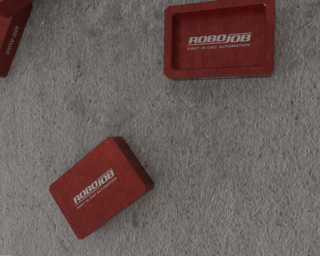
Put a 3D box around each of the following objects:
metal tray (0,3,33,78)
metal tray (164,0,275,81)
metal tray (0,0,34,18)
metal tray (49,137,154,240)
[{"bbox_3d":[-0.271,-0.158,0.502,0.090,0.030,0.129,28,99,17],"label":"metal tray"},{"bbox_3d":[0.071,-0.107,0.380,0.130,0.030,0.089,1,90,19],"label":"metal tray"},{"bbox_3d":[-0.201,-0.234,0.455,0.130,0.030,0.090,-33,72,2],"label":"metal tray"},{"bbox_3d":[-0.084,0.083,0.436,0.130,0.030,0.090,-39,78,15],"label":"metal tray"}]
